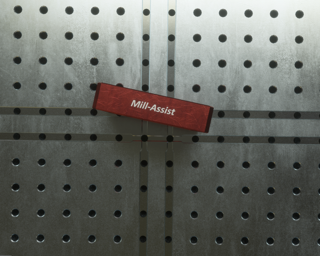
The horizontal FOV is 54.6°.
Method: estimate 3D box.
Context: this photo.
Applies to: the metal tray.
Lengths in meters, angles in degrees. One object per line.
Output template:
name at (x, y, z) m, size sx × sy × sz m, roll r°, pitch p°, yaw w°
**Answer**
metal tray at (-0.007, -0.022, 0.380) m, size 0.131 × 0.090 × 0.030 m, roll 12°, pitch 90°, yaw 0°
